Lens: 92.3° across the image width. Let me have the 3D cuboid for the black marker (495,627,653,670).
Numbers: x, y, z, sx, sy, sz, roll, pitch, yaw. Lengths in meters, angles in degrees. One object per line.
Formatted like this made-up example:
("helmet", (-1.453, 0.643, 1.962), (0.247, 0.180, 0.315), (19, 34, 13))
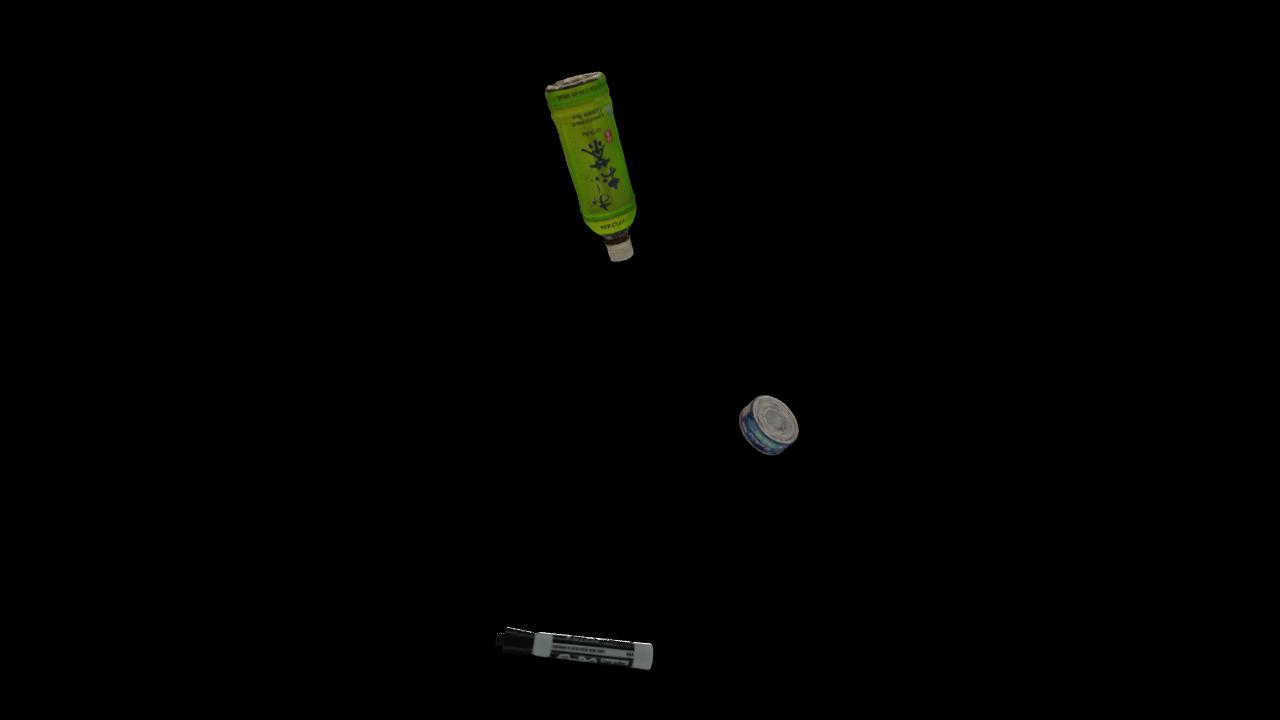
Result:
("black marker", (-0.050, 0.223, 0.475), (0.121, 0.020, 0.020), (10, -1, -8))

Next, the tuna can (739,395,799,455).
("tuna can", (0.187, 0.093, 0.888), (0.084, 0.084, 0.034), (0, -34, -33))

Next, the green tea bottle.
("green tea bottle", (-0.048, -0.216, 0.717), (0.073, 0.212, 0.073), (-11, 33, 7))
